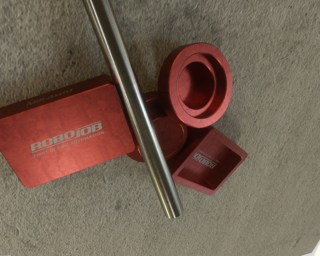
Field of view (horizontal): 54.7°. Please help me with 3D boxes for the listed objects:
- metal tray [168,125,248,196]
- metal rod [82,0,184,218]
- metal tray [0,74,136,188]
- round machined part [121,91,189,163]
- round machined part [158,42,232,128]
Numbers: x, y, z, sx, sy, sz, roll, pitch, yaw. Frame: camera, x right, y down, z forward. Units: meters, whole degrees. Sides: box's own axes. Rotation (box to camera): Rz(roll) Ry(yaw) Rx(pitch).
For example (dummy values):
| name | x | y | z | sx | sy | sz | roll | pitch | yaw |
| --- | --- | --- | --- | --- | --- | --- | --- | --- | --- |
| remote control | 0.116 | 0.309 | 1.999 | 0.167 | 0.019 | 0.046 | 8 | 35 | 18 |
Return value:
| name | x | y | z | sx | sy | sz | roll | pitch | yaw |
| --- | --- | --- | --- | --- | --- | --- | --- | --- | --- |
| metal tray | 0.068 | 0.047 | 0.457 | 0.090 | 0.030 | 0.130 | -51 | 139 | 8 |
| metal rod | -0.026 | -0.022 | 0.337 | 0.025 | 0.025 | 0.298 | -25 | 114 | -13 |
| metal tray | -0.101 | 0.004 | 0.338 | 0.131 | 0.030 | 0.090 | -20 | 124 | -6 |
| round machined part | -0.004 | 0.005 | 0.399 | 0.099 | 0.042 | 0.097 | -14 | 124 | -21 |
| round machined part | 0.037 | -0.051 | 0.373 | 0.099 | 0.042 | 0.097 | -6 | 100 | -34 |
